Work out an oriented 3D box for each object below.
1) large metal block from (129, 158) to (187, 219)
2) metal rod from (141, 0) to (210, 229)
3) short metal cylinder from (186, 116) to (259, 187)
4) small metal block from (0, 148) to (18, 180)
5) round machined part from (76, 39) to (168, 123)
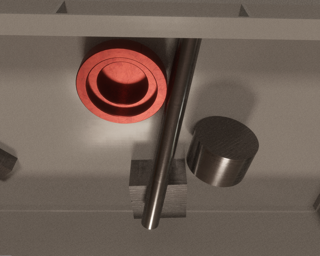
[{"bbox_3d":[-0.001,0.093,0.472,0.081,0.050,0.079,-2,130,1],"label":"large metal block"},{"bbox_3d":[0.011,0.006,0.374,0.025,0.025,0.298,8,118,-7],"label":"metal rod"},{"bbox_3d":[0.079,0.029,0.399,0.081,0.080,0.050,7,130,-7],"label":"short metal cylinder"},{"bbox_3d":[-0.247,0.052,0.449,0.050,0.025,0.050,-34,123,25],"label":"small metal block"},{"bbox_3d":[-0.041,-0.055,0.350,0.099,0.042,0.097,-1,130,0],"label":"round machined part"}]
